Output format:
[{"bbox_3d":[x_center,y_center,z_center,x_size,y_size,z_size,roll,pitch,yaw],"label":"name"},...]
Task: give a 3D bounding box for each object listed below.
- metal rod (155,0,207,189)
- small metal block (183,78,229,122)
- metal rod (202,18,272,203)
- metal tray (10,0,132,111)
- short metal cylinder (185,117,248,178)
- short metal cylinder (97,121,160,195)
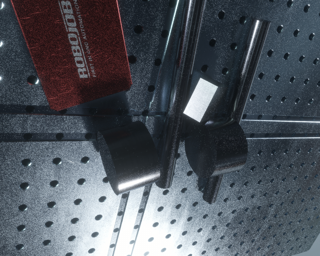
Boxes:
[{"bbox_3d":[0.025,-0.046,0.397,0.025,0.025,0.298,-6,121,-26],"label":"metal rod"},{"bbox_3d":[0.061,-0.038,0.408,0.050,0.025,0.050,-15,133,-63],"label":"small metal block"},{"bbox_3d":[0.108,-0.009,0.467,0.025,0.025,0.298,-5,121,-26],"label":"metal rod"},{"bbox_3d":[-0.084,-0.090,0.307,0.091,0.030,0.129,-20,126,-17],"label":"metal tray"},{"bbox_3d":[0.077,0.027,0.436,0.050,0.080,0.079,-8,122,-25],"label":"short metal cylinder"},{"bbox_3d":[-0.040,0.035,0.377,0.050,0.080,0.079,-16,125,-20],"label":"short metal cylinder"}]
